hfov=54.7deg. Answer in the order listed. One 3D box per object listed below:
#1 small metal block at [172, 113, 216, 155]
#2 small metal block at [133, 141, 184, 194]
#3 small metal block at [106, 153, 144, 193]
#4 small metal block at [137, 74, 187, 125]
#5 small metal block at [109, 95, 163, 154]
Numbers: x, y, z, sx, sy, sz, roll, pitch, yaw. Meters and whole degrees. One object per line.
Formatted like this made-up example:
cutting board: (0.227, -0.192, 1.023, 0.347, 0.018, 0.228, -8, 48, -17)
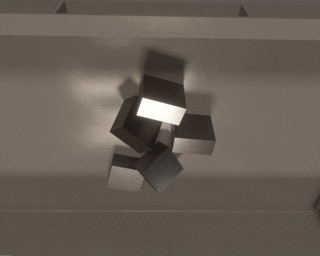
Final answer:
small metal block: (0.041, 0.007, 0.399, 0.050, 0.050, 0.025, 5, 130, -5)
small metal block: (-0.001, 0.056, 0.440, 0.050, 0.025, 0.050, -44, 127, -14)
small metal block: (-0.050, 0.068, 0.467, 0.050, 0.025, 0.050, 12, 129, -10)
small metal block: (0.001, -0.034, 0.364, 0.050, 0.050, 0.025, 14, 129, -12)
small metal block: (-0.028, -0.004, 0.385, 0.025, 0.050, 0.050, -18, 132, 44)
